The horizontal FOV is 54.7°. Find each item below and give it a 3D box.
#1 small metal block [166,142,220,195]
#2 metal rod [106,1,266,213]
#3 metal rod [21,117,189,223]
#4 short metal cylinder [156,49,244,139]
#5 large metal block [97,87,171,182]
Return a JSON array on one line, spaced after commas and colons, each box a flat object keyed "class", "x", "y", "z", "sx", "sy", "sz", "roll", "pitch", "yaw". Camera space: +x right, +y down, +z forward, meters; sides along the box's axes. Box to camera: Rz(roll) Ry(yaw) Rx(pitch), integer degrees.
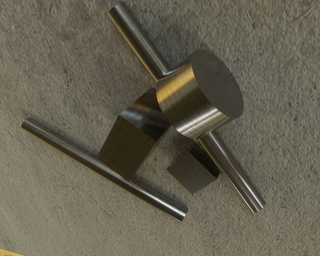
[{"class": "small metal block", "x": 0.046, "y": 0.055, "z": 0.417, "sx": 0.050, "sy": 0.025, "sz": 0.050, "roll": 45, "pitch": 129, "yaw": -3}, {"class": "metal rod", "x": 0.038, "y": -0.017, "z": 0.376, "sx": 0.025, "sy": 0.025, "sz": 0.299, "roll": -29, "pitch": 103, "yaw": 37}, {"class": "metal rod", "x": -0.093, "y": 0.063, "z": 0.494, "sx": 0.301, "sy": 0.025, "sz": 0.025, "roll": 28, "pitch": 128, "yaw": 10}, {"class": "short metal cylinder", "x": 0.043, "y": -0.035, "z": 0.327, "sx": 0.050, "sy": 0.080, "sz": 0.080, "roll": -33, "pitch": 100, "yaw": 38}, {"class": "large metal block", "x": -0.024, "y": 0.007, "z": 0.388, "sx": 0.050, "sy": 0.080, "sz": 0.080, "roll": 37, "pitch": 129, "yaw": 4}]
